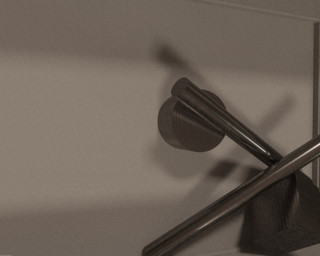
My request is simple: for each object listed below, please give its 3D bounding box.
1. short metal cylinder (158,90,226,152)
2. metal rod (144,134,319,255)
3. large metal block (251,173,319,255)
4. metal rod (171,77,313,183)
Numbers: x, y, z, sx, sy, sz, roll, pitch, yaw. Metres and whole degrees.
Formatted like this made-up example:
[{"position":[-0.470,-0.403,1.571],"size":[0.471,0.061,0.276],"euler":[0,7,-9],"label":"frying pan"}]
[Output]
[{"position":[0.043,-0.009,0.414],"size":[0.081,0.050,0.079],"euler":[0,90,-20],"label":"short metal cylinder"},{"position":[0.114,0.089,0.418],"size":[0.301,0.025,0.025],"euler":[-32,101,-4],"label":"metal rod"},{"position":[0.176,0.120,0.431],"size":[0.050,0.080,0.080],"euler":[33,42,-17],"label":"large metal block"},{"position":[0.128,0.023,0.419],"size":[0.301,0.025,0.025],"euler":[32,79,-33],"label":"metal rod"}]
